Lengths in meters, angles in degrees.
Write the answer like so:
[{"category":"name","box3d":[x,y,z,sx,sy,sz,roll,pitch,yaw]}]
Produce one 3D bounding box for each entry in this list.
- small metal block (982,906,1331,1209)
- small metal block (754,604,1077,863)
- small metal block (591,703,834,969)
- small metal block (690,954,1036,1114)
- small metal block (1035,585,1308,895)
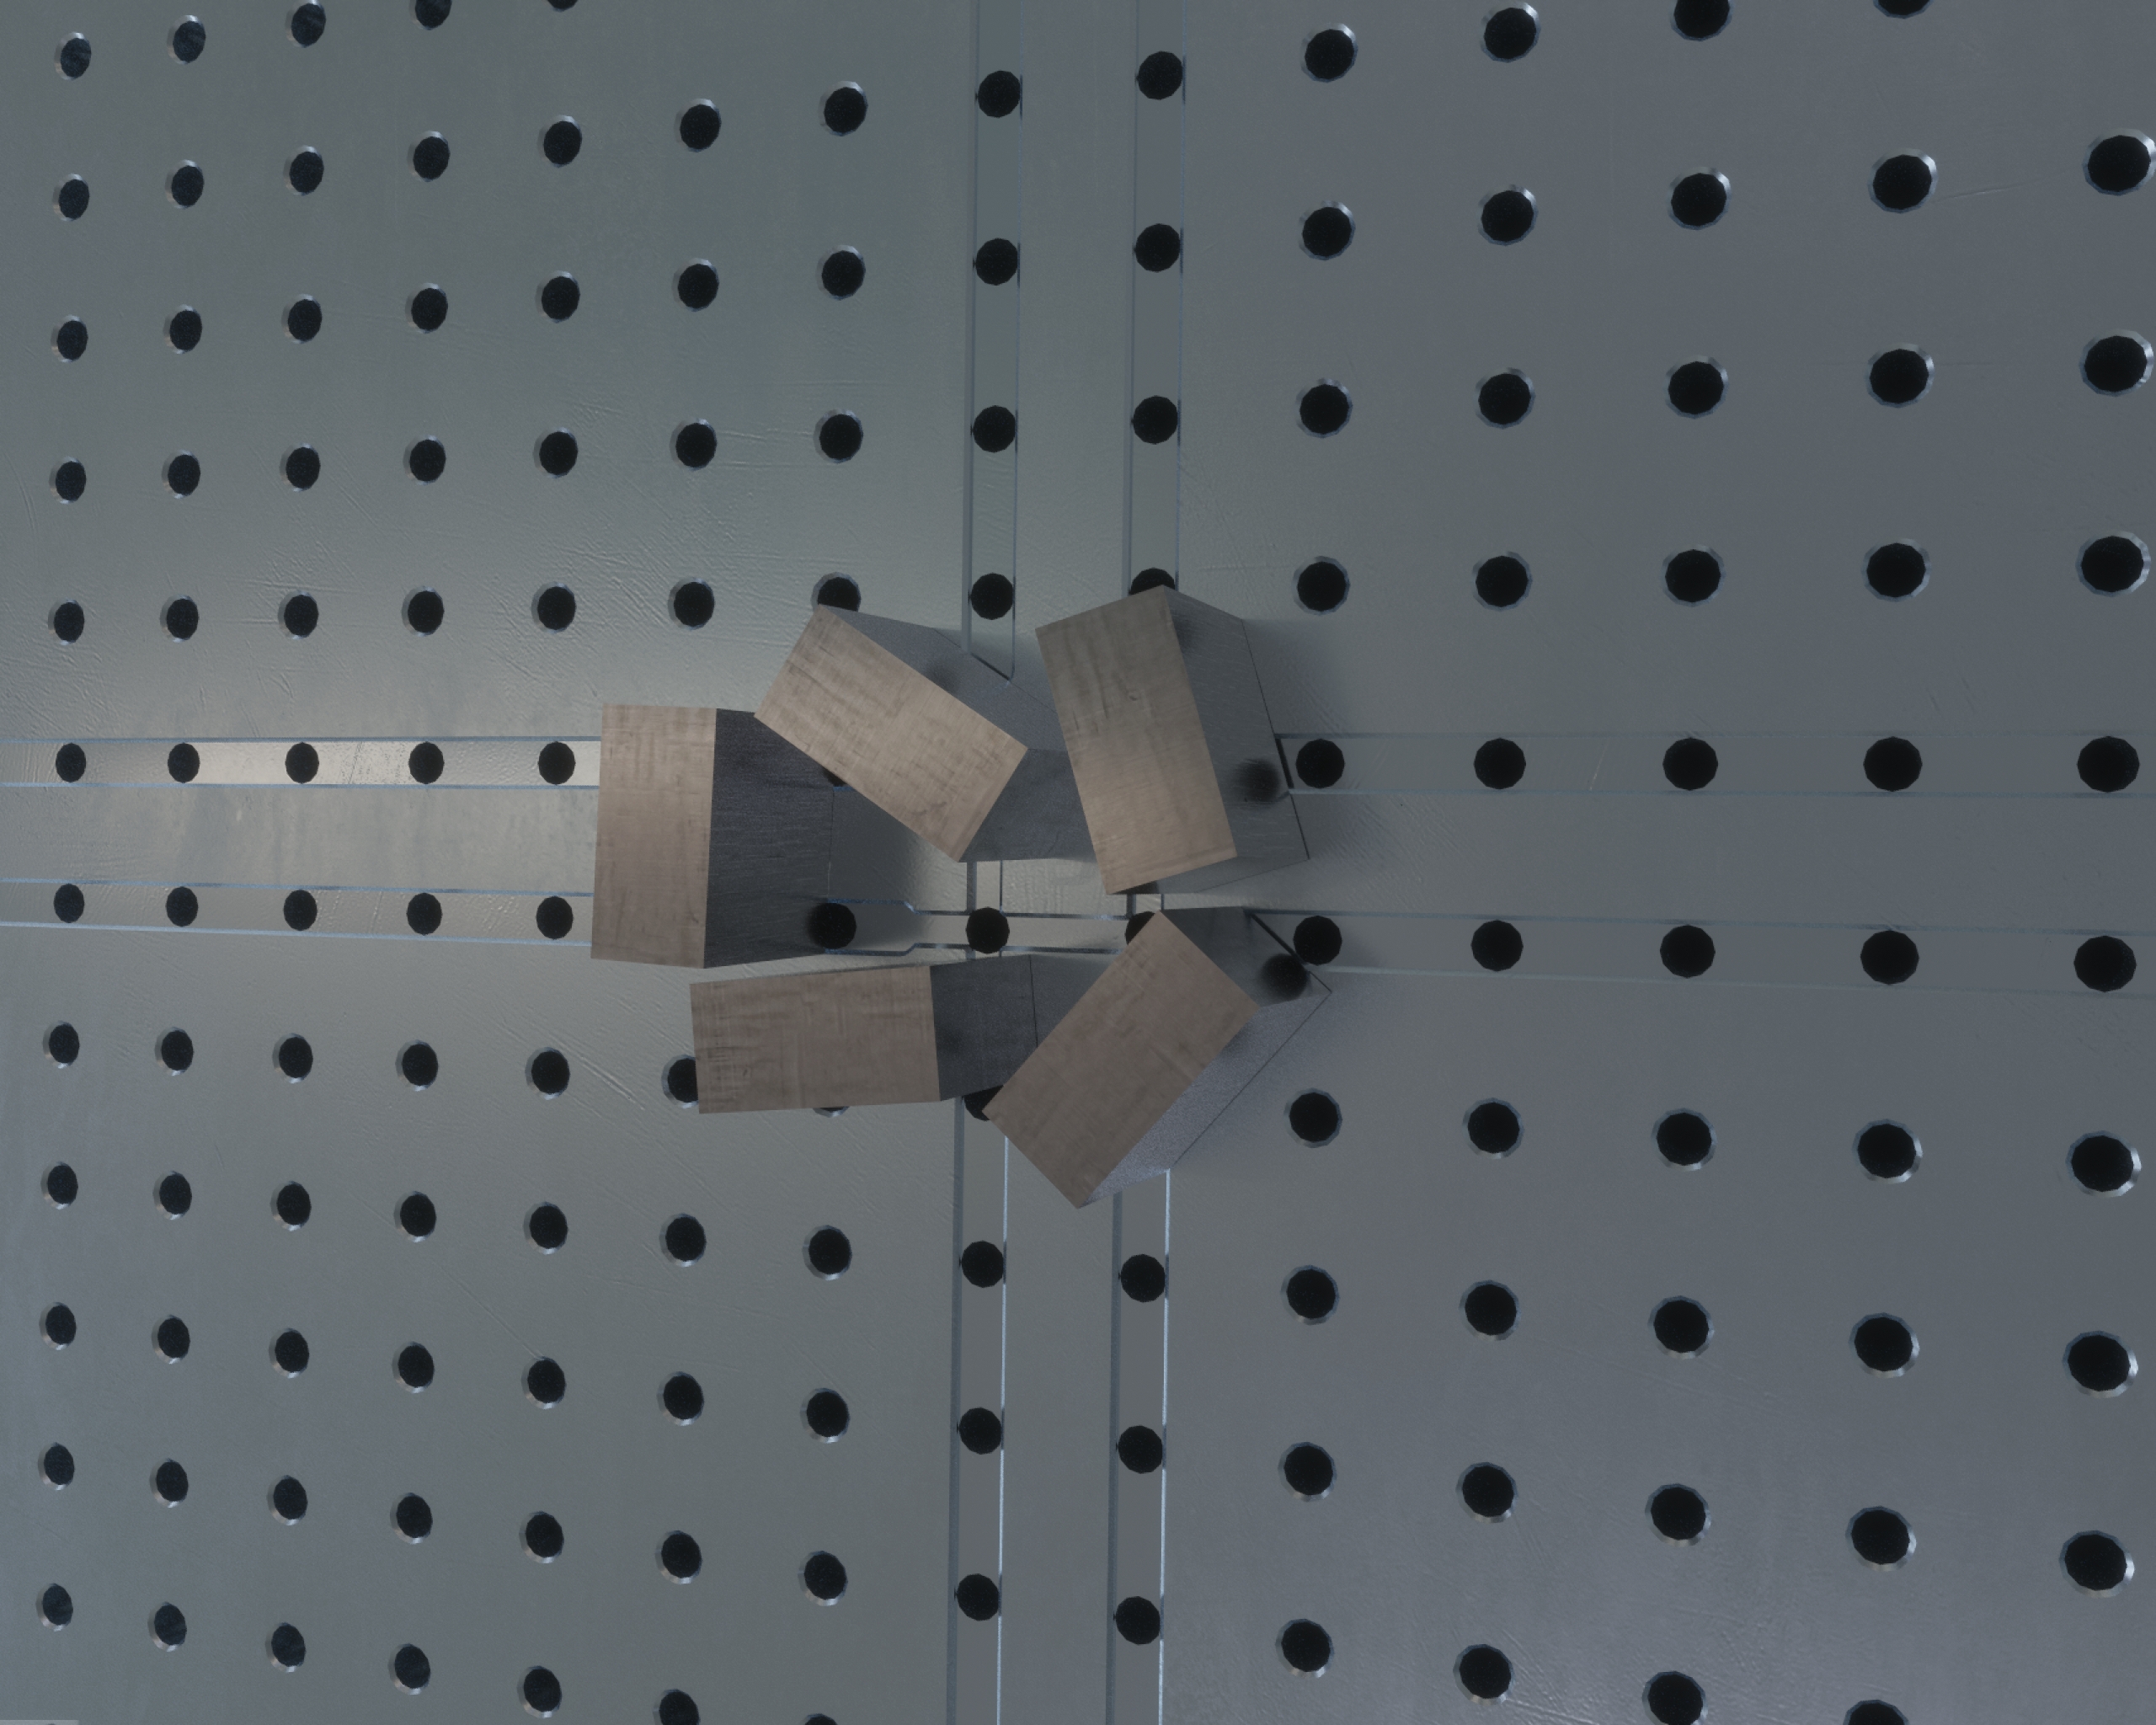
[{"category":"small metal block","box3d":[0.016,0.035,0.393,0.025,0.050,0.050,44,104,15]},{"category":"small metal block","box3d":[-0.026,-0.025,0.409,0.050,0.050,0.025,35,102,16]},{"category":"small metal block","box3d":[-0.073,-0.006,0.426,0.025,0.050,0.050,4,92,20]},{"category":"small metal block","box3d":[-0.041,0.033,0.414,0.050,0.050,0.025,-5,88,20]},{"category":"small metal block","box3d":[0.019,-0.021,0.392,0.025,0.050,0.050,-17,84,19]}]
